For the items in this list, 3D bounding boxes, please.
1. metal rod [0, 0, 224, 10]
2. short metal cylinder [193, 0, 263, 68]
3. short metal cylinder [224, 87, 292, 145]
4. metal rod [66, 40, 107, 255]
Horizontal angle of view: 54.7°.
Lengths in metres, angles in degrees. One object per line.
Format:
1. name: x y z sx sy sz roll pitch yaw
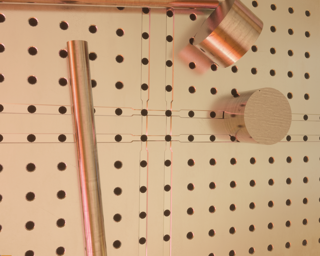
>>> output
1. metal rod: -0.055 -0.166 0.391 0.303 0.025 0.025 -6 92 -20
2. short metal cylinder: 0.090 -0.128 0.416 0.050 0.080 0.080 36 79 -17
3. short metal cylinder: 0.142 -0.016 0.451 0.081 0.050 0.080 0 90 -20
4. metal rod: -0.088 0.045 0.380 0.025 0.025 0.298 -6 92 -20
